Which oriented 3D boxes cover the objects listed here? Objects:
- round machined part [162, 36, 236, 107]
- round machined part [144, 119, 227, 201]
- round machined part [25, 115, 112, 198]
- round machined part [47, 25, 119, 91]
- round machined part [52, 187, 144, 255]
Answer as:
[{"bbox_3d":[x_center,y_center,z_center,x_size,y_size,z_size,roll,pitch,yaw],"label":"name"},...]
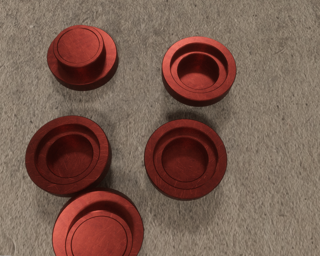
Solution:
[{"bbox_3d":[0.051,-0.073,0.427,0.099,0.042,0.098,0,70,-1],"label":"round machined part"},{"bbox_3d":[0.030,0.041,0.384,0.099,0.042,0.098,0,70,-1],"label":"round machined part"},{"bbox_3d":[-0.108,0.037,0.382,0.099,0.042,0.098,0,66,1],"label":"round machined part"},{"bbox_3d":[-0.110,-0.105,0.436,0.099,0.042,0.098,0,70,-1],"label":"round machined part"},{"bbox_3d":[-0.066,0.117,0.337,0.099,0.042,0.097,0,92,-12],"label":"round machined part"}]
